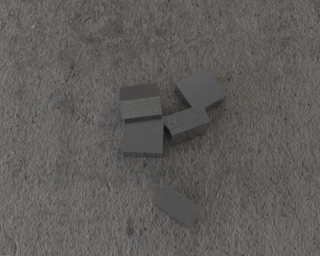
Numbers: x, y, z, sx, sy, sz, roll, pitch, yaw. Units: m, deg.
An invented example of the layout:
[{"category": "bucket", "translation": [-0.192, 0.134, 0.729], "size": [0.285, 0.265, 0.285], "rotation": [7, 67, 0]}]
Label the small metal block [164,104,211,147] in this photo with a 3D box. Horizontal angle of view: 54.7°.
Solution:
[{"category": "small metal block", "translation": [0.033, -0.002, 0.396], "size": [0.050, 0.050, 0.025], "rotation": [-20, 72, -7]}]

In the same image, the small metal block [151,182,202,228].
[{"category": "small metal block", "translation": [0.018, 0.092, 0.361], "size": [0.050, 0.050, 0.025], "rotation": [34, 74, 11]}]

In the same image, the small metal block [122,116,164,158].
[{"category": "small metal block", "translation": [-0.021, 0.011, 0.404], "size": [0.050, 0.025, 0.050], "rotation": [2, 70, 0]}]

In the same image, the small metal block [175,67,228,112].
[{"category": "small metal block", "translation": [0.055, -0.048, 0.426], "size": [0.050, 0.025, 0.050], "rotation": [-30, 73, -10]}]

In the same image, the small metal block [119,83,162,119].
[{"category": "small metal block", "translation": [-0.026, -0.036, 0.407], "size": [0.050, 0.025, 0.050], "rotation": [-8, 28, -3]}]
